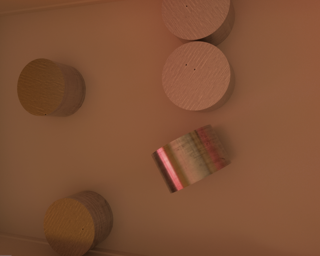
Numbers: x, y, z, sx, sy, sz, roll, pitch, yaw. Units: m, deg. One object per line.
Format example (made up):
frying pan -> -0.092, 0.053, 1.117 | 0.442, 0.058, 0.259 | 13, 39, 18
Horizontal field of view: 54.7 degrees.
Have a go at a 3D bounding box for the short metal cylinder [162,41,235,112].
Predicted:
short metal cylinder -> 0.049, -0.060, 0.380 | 0.080, 0.050, 0.079 | 0, 90, 19

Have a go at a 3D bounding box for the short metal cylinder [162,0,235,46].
short metal cylinder -> 0.048, -0.141, 0.380 | 0.080, 0.050, 0.079 | 0, 90, 19

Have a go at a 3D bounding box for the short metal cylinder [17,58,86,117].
short metal cylinder -> -0.157, -0.056, 0.451 | 0.080, 0.050, 0.079 | 0, 90, 19

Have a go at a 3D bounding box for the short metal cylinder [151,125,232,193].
short metal cylinder -> 0.037, 0.037, 0.368 | 0.080, 0.080, 0.050 | -30, 81, 17

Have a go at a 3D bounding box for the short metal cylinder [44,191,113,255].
short metal cylinder -> -0.114, 0.133, 0.436 | 0.080, 0.050, 0.079 | 0, 90, 19
